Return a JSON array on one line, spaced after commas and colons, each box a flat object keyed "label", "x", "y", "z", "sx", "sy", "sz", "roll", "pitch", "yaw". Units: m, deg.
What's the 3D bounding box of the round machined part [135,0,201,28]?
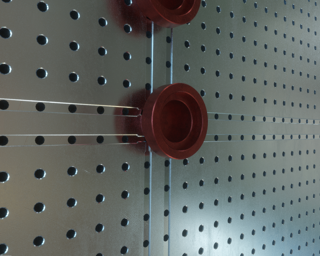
[{"label": "round machined part", "x": 0.005, "y": -0.178, "z": 0.400, "sx": 0.099, "sy": 0.042, "sz": 0.097, "roll": 0, "pitch": 90, "yaw": -40}]

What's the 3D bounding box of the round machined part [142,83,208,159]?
[{"label": "round machined part", "x": 0.015, "y": -0.009, "z": 0.409, "sx": 0.099, "sy": 0.042, "sz": 0.097, "roll": 0, "pitch": 90, "yaw": -40}]
